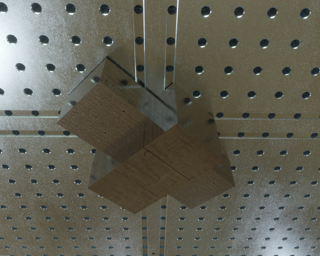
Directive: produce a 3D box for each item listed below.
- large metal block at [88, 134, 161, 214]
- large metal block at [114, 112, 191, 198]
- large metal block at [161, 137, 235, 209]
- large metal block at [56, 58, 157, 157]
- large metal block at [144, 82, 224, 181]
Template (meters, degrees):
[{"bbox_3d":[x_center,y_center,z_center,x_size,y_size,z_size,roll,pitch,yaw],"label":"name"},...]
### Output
[{"bbox_3d":[-0.045,0.058,0.425,0.050,0.080,0.080,-37,122,26],"label":"large metal block"},{"bbox_3d":[-0.009,0.031,0.402,0.050,0.080,0.080,-37,122,26],"label":"large metal block"},{"bbox_3d":[0.049,0.064,0.451,0.080,0.050,0.080,-36,122,27],"label":"large metal block"},{"bbox_3d":[-0.061,-0.022,0.372,0.080,0.050,0.080,-37,122,28],"label":"large metal block"},{"bbox_3d":[0.028,0.004,0.380,0.050,0.080,0.080,-37,122,26],"label":"large metal block"}]
